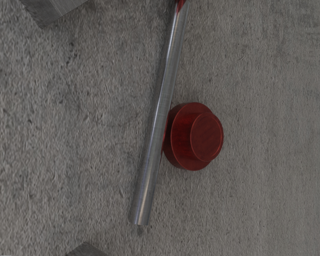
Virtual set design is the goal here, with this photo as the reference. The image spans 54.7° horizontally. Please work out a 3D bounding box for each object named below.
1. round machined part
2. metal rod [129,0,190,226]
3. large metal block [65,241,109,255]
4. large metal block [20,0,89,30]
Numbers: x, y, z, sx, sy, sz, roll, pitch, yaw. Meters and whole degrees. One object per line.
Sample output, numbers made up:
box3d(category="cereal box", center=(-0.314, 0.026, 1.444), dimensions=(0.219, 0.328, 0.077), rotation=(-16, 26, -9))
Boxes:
box3d(category="round machined part", center=(0.053, 0.012, 0.438), dimensions=(0.099, 0.042, 0.097), rotation=(0, 90, -40))
box3d(category="metal rod", center=(0.002, -0.028, 0.405), dimensions=(0.025, 0.025, 0.299), rotation=(18, 79, -39))
box3d(category="large metal block", center=(-0.064, 0.175, 0.315), dimensions=(0.050, 0.080, 0.080), rotation=(-29, 109, -36))
box3d(category="large metal block", center=(-0.102, -0.157, 0.303), dimensions=(0.080, 0.050, 0.080), rotation=(-47, 118, -30))
